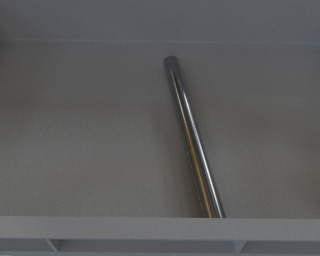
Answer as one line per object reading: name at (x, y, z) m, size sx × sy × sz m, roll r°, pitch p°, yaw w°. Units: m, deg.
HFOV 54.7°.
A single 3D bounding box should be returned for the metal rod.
metal rod at (0.040, 0.009, 0.398) m, size 0.025 × 0.025 × 0.300 m, roll -6°, pitch 50°, yaw -6°
